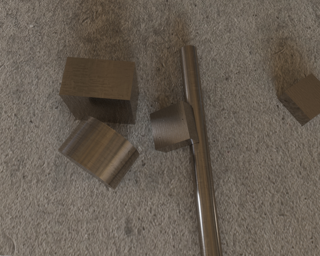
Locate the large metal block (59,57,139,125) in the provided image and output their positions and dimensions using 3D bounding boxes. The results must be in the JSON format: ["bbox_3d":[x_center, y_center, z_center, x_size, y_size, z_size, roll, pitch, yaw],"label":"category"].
[{"bbox_3d":[-0.072,-0.044,0.394,0.081,0.080,0.050,5,70,1],"label":"large metal block"}]

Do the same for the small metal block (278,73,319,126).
[{"bbox_3d":[0.202,-0.039,0.425,0.050,0.025,0.050,-33,74,-12],"label":"small metal block"}]

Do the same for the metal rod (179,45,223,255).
[{"bbox_3d":[0.051,0.027,0.398,0.025,0.025,0.299,-3,70,-2],"label":"metal rod"}]

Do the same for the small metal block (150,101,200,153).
[{"bbox_3d":[0.018,-0.001,0.396,0.050,0.025,0.050,-21,68,28],"label":"small metal block"}]

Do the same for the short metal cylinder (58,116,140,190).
[{"bbox_3d":[-0.072,0.030,0.367,0.080,0.080,0.050,32,73,10],"label":"short metal cylinder"}]
